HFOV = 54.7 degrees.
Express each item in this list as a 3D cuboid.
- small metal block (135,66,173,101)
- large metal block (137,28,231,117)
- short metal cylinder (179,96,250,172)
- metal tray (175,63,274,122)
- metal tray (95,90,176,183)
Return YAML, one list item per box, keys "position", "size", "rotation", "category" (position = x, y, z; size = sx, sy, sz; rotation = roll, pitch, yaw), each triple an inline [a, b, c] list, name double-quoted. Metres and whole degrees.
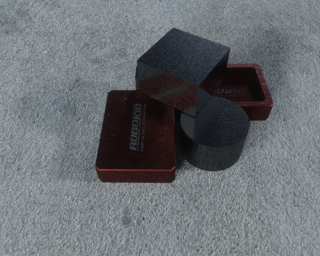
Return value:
- position: [-0.008, -0.060, 0.439]
  size: [0.050, 0.050, 0.025]
  rotation: [1, 50, 0]
  category: "small metal block"
- position: [0.029, -0.071, 0.382]
  size: [0.080, 0.050, 0.080]
  rotation: [26, 55, 20]
  category: "large metal block"
- position: [0.065, 0.007, 0.383]
  size: [0.080, 0.050, 0.080]
  rotation: [0, 50, 0]
  category: "short metal cylinder"
- position: [0.085, -0.052, 0.446]
  size: [0.131, 0.030, 0.090]
  rotation: [-1, 50, -1]
  category: "metal tray"
- position: [-0.027, 0.007, 0.397]
  size: [0.091, 0.030, 0.130]
  rotation: [1, 50, 0]
  category: "metal tray"
